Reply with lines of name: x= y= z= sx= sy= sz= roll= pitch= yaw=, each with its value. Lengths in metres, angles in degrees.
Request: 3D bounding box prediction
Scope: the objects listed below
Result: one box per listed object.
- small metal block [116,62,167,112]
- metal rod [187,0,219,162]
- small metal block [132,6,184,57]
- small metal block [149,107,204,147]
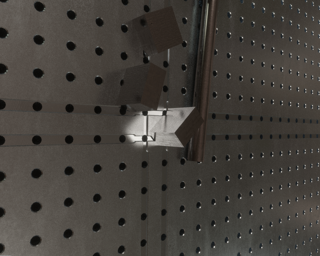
small metal block: x=-0.023 y=-0.048 z=0.375 sx=0.025 sy=0.050 sz=0.050 roll=22 pitch=76 yaw=-38
metal rod: x=0.068 y=-0.099 z=0.468 sx=0.025 sy=0.025 sz=0.298 roll=10 pitch=84 yaw=-40
small metal block: x=-0.002 y=-0.128 z=0.410 sx=0.050 sy=0.025 sz=0.050 roll=-33 pitch=111 yaw=-35
small metal block: x=0.022 y=-0.002 z=0.414 sx=0.050 sy=0.050 sz=0.025 roll=-50 pitch=120 yaw=-29
